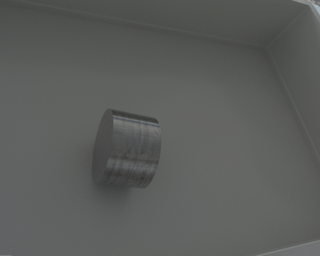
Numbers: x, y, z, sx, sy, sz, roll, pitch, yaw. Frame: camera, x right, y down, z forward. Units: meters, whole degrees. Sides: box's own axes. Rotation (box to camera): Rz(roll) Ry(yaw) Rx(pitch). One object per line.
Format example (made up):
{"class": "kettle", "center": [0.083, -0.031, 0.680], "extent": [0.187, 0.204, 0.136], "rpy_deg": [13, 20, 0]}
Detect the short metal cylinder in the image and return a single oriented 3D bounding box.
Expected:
{"class": "short metal cylinder", "center": [-0.038, 0.023, 0.336], "extent": [0.050, 0.080, 0.080], "rpy_deg": [11, 57, -22]}
